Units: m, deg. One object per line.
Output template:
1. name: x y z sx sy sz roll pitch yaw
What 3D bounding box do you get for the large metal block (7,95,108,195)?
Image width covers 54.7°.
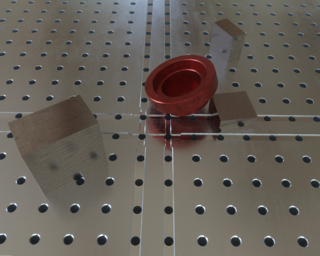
1. large metal block: -0.112 0.020 0.354 0.081 0.080 0.050 -26 55 -20

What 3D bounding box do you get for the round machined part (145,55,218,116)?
1. round machined part: 0.032 -0.055 0.431 0.098 0.042 0.098 -12 46 13

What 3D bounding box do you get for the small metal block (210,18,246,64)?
1. small metal block: 0.111 -0.145 0.515 0.025 0.050 0.050 -23 54 -18

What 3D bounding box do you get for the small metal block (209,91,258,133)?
1. small metal block: 0.100 -0.023 0.428 0.050 0.025 0.050 -6 50 -6
